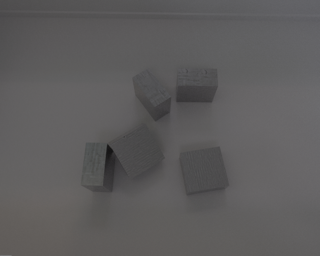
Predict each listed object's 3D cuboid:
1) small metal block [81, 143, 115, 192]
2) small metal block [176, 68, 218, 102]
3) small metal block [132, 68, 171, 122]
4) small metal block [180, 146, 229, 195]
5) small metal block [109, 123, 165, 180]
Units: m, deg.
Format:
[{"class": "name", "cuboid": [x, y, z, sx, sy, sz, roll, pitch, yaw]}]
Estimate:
[{"class": "small metal block", "cuboid": [-0.074, 0.049, 0.377, 0.025, 0.050, 0.050, 1, 70, 4]}, {"class": "small metal block", "cuboid": [0.048, -0.056, 0.417, 0.050, 0.050, 0.025, 1, 70, 0]}, {"class": "small metal block", "cuboid": [-0.011, -0.043, 0.412, 0.025, 0.050, 0.050, -33, 74, -11]}, {"class": "small metal block", "cuboid": [0.054, 0.054, 0.390, 0.050, 0.025, 0.050, -9, 70, -4]}, {"class": "small metal block", "cuboid": [-0.030, 0.028, 0.389, 0.050, 0.025, 0.050, -31, 99, -11]}]
